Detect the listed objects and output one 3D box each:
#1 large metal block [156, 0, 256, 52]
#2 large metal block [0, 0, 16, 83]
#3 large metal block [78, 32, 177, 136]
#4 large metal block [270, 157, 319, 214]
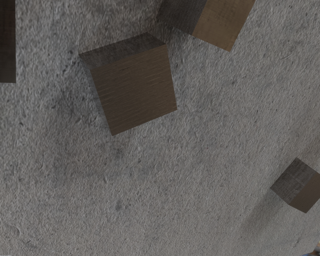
[{"bbox_3d":[0.048,-0.134,0.315,0.050,0.080,0.079,12,112,-33],"label":"large metal block"},{"bbox_3d":[-0.142,-0.088,0.239,0.050,0.080,0.079,-2,120,-28],"label":"large metal block"},{"bbox_3d":[-0.033,-0.049,0.342,0.081,0.050,0.080,-23,127,-15],"label":"large metal block"},{"bbox_3d":[0.281,0.115,0.615,0.080,0.050,0.080,29,103,-38],"label":"large metal block"}]
